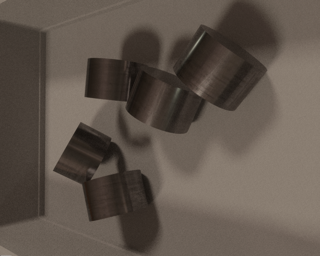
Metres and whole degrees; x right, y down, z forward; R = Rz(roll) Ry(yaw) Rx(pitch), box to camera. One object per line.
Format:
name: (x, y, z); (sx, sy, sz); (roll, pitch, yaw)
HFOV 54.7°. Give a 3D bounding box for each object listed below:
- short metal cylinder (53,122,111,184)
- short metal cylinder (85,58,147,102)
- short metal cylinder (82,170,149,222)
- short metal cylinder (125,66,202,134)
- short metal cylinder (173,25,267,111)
short metal cylinder: (-0.113, 0.038, 0.454); (0.080, 0.050, 0.080); (-56, 14, 21)
short metal cylinder: (-0.058, -0.063, 0.417); (0.080, 0.081, 0.050); (10, 97, 39)
short metal cylinder: (-0.060, 0.091, 0.418); (0.080, 0.081, 0.050); (-23, 76, 37)
short metal cylinder: (0.006, -0.034, 0.365); (0.080, 0.081, 0.050); (35, 112, 34)
short metal cylinder: (0.061, -0.062, 0.319); (0.080, 0.081, 0.050); (49, 119, 28)
